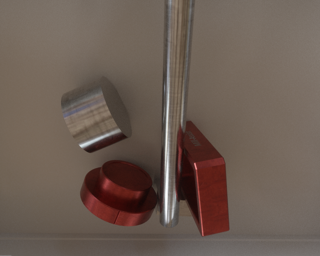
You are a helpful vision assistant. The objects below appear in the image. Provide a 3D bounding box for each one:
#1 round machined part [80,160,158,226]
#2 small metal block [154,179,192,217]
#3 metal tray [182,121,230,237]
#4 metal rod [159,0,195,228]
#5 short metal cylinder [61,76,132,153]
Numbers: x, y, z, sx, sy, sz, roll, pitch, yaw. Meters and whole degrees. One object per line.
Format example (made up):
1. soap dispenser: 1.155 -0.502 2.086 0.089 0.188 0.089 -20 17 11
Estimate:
1. round machined part: -0.049 0.077 0.400 0.099 0.098 0.042 20 109 -8
2. small metal block: 0.018 0.096 0.430 0.050 0.050 0.025 6 111 -12
3. metal tray: 0.044 0.053 0.374 0.030 0.130 0.089 -10 110 -7
4. metal rod: 0.014 -0.006 0.317 0.025 0.025 0.298 1 123 -1
5. short metal cylinder: -0.074 -0.016 0.375 0.050 0.080 0.080 -23 109 8
